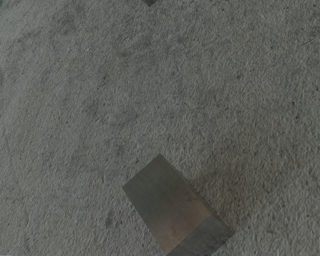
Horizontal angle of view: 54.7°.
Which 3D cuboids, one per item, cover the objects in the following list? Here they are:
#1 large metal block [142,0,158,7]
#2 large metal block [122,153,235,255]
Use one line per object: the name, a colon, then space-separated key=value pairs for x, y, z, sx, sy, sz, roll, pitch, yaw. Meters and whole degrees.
large metal block: x=-0.035 y=-0.281 z=0.559 sx=0.050 sy=0.080 sz=0.080 roll=-38 pitch=51 yaw=3
large metal block: x=0.019 y=0.083 z=0.308 sx=0.050 sy=0.080 sz=0.080 roll=-42 pitch=51 yaw=0
